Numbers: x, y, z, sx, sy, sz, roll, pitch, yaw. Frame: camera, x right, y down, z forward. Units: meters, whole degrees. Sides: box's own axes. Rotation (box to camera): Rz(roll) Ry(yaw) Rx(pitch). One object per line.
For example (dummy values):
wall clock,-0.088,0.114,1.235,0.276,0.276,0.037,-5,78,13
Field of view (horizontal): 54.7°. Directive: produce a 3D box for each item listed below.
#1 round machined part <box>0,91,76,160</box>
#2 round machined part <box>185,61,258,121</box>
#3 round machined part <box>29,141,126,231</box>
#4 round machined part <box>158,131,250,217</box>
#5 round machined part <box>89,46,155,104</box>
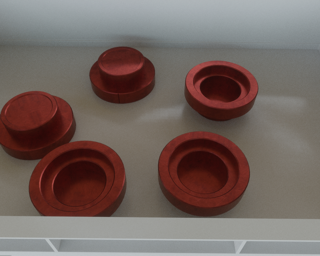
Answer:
round machined part,-0.163,-0.010,0.401,0.099,0.042,0.098,0,50,0
round machined part,0.083,-0.048,0.435,0.099,0.042,0.098,0,50,0
round machined part,-0.086,0.065,0.338,0.099,0.042,0.098,0,50,0
round machined part,0.047,0.054,0.349,0.099,0.042,0.098,0,50,0
round machined part,-0.057,-0.085,0.465,0.099,0.042,0.098,0,50,0
